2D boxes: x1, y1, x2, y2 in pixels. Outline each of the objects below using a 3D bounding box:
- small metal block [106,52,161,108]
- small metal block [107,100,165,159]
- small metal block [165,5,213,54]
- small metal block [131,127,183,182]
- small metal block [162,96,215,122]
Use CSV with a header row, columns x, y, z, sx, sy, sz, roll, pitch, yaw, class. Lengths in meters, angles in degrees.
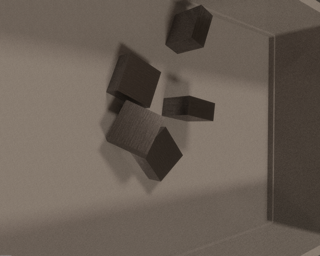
x,y,z,sx,sy,sz,roll,pitch,yaw,class
-0.031,-0.057,0.382,0.050,0.025,0.050,27,73,-37,small metal block
-0.029,0.002,0.368,0.050,0.025,0.050,25,70,1,small metal block
0.040,-0.134,0.425,0.025,0.050,0.050,28,73,-37,small metal block
-0.004,0.033,0.406,0.050,0.025,0.050,-46,118,-30,small metal block
0.039,-0.025,0.425,0.050,0.050,0.025,11,83,-40,small metal block
